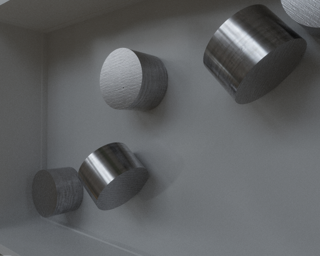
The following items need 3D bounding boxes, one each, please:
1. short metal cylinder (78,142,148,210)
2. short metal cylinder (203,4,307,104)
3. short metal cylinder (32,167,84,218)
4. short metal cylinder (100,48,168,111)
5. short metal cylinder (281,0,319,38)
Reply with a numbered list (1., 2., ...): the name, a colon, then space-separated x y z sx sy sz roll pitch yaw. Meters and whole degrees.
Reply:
1. short metal cylinder: -0.063 0.066 0.423 0.050 0.081 0.080 46 118 30
2. short metal cylinder: 0.089 -0.068 0.297 0.080 0.081 0.050 -49 61 29
3. short metal cylinder: -0.178 0.110 0.538 0.080 0.050 0.080 0 90 40
4. short metal cylinder: -0.036 -0.064 0.421 0.080 0.050 0.080 0 90 40
5. short metal cylinder: 0.152 -0.120 0.265 0.080 0.050 0.080 0 90 40
